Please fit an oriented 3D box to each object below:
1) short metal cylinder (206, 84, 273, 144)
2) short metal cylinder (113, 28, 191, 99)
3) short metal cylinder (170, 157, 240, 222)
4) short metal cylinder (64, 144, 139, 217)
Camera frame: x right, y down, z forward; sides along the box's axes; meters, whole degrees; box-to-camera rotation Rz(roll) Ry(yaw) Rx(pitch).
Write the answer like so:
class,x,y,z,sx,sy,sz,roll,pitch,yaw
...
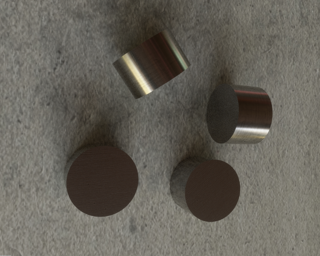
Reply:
class,x,y,z,sx,sy,sz,roll,pitch,yaw
short metal cylinder,0.105,-0.018,0.420,0.050,0.080,0.079,3,89,-20
short metal cylinder,-0.010,-0.078,0.377,0.080,0.080,0.050,-36,102,-17
short metal cylinder,0.060,0.080,0.419,0.081,0.050,0.079,0,90,-21
short metal cylinder,-0.072,0.059,0.370,0.081,0.050,0.079,0,90,-20
